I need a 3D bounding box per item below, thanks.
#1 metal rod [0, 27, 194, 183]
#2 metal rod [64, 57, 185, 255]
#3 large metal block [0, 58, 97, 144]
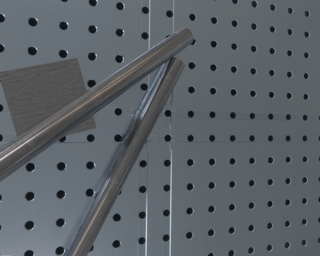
[{"bbox_3d":[-0.058,-0.042,0.345,0.302,0.025,0.025,-42,104,-33],"label":"metal rod"},{"bbox_3d":[-0.044,0.042,0.396,0.025,0.025,0.299,30,80,-18],"label":"metal rod"},{"bbox_3d":[-0.126,-0.028,0.353,0.081,0.050,0.080,-16,96,-19],"label":"large metal block"}]
